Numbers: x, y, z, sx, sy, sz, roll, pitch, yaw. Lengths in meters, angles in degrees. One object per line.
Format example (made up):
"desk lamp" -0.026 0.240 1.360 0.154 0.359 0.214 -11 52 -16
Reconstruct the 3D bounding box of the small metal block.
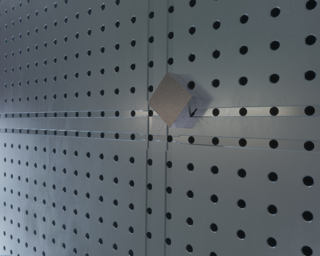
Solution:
"small metal block" 0.019 -0.035 0.395 0.050 0.025 0.050 49 119 29
